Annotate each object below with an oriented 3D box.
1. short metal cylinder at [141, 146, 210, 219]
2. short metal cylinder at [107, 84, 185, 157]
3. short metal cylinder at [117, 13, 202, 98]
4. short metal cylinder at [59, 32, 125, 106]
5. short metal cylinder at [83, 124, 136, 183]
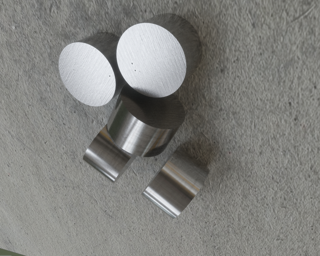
[{"bbox_3d":[0.020,0.070,0.404,0.050,0.080,0.080,37,129,3],"label":"short metal cylinder"},{"bbox_3d":[-0.017,-0.012,0.373,0.080,0.080,0.050,35,129,5],"label":"short metal cylinder"},{"bbox_3d":[0.000,-0.080,0.341,0.080,0.050,0.079,13,124,21],"label":"short metal cylinder"},{"bbox_3d":[-0.077,-0.074,0.386,0.080,0.050,0.079,13,124,21],"label":"short metal cylinder"},{"bbox_3d":[-0.058,0.028,0.419,0.050,0.080,0.080,37,129,3],"label":"short metal cylinder"}]
